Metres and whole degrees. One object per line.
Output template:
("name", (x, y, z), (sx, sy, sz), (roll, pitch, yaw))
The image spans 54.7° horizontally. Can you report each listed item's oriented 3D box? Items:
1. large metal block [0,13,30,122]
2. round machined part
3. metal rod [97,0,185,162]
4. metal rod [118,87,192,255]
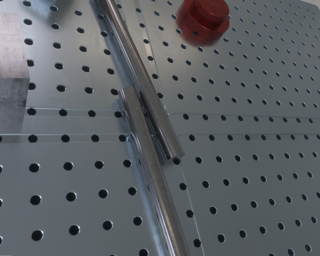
("large metal block", (-0.170, -0.060, 0.318), (0.050, 0.080, 0.080), (-6, 65, -31))
("round machined part", (0.090, -0.217, 0.578), (0.099, 0.042, 0.098), (14, 56, -21))
("metal rod", (-0.037, -0.091, 0.443), (0.025, 0.025, 0.299), (-11, 68, -33))
("metal rod", (0.002, 0.083, 0.358), (0.025, 0.025, 0.299), (-5, 64, -31))
